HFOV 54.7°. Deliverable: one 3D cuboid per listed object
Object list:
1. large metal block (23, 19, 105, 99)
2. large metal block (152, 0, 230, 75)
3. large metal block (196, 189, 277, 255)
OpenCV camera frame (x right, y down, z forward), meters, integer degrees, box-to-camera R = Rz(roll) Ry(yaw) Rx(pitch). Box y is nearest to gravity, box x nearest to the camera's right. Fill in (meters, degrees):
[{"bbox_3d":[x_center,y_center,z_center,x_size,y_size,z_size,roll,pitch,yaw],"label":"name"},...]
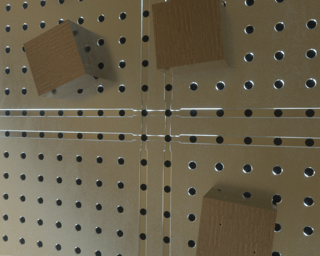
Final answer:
[{"bbox_3d":[-0.138,-0.095,0.446,0.080,0.050,0.080,-21,83,18],"label":"large metal block"},{"bbox_3d":[0.040,-0.113,0.385,0.080,0.050,0.080,-5,88,19],"label":"large metal block"},{"bbox_3d":[0.091,0.123,0.367,0.080,0.050,0.079,7,92,19],"label":"large metal block"}]
